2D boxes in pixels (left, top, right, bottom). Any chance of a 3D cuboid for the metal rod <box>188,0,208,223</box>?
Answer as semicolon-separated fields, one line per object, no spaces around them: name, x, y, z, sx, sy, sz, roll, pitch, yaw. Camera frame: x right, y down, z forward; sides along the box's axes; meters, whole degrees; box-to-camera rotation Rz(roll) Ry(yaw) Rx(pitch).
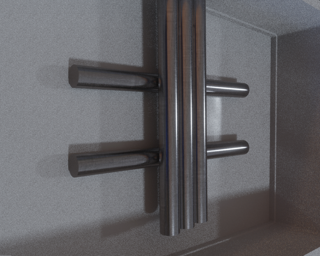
metal rod;0.049;-0.026;0.412;0.025;0.025;0.298;-1;91;-40

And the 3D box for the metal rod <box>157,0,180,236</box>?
metal rod;0.011;-0.021;0.380;0.025;0.025;0.298;-1;91;-40

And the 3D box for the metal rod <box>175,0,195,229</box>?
metal rod;0.031;-0.023;0.396;0.025;0.025;0.298;-1;91;-40

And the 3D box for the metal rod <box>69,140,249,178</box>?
metal rod;0.024;0.036;0.425;0.302;0.025;0.025;-2;91;-40

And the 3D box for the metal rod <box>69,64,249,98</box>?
metal rod;0.024;-0.059;0.425;0.302;0.025;0.025;-2;92;-40
